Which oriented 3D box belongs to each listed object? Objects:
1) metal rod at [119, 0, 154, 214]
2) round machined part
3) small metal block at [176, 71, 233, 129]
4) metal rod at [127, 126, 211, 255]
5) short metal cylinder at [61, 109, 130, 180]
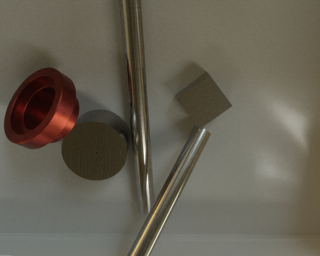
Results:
[{"bbox_3d":[-0.027,-0.020,0.403,0.025,0.025,0.298,-3,110,1],"label":"metal rod"},{"bbox_3d":[-0.137,-0.020,0.374,0.098,0.098,0.042,-38,142,12],"label":"round machined part"},{"bbox_3d":[0.056,-0.036,0.399,0.050,0.025,0.050,-36,107,12],"label":"small metal block"},{"bbox_3d":[-0.013,0.131,0.382,0.025,0.025,0.300,31,76,-11],"label":"metal rod"},{"bbox_3d":[-0.081,0.021,0.405,0.081,0.050,0.079,0,110,-1],"label":"short metal cylinder"}]
